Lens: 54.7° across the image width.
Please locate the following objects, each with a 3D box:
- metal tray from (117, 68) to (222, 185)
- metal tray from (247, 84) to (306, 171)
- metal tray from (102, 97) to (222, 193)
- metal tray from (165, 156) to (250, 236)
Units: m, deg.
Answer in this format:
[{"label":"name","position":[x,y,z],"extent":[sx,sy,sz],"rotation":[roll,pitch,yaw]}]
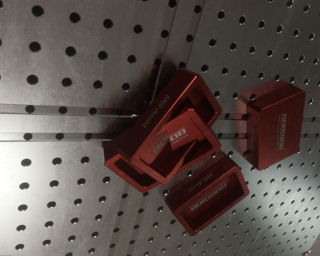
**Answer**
[{"label":"metal tray","position":[0.017,0.001,0.393],"extent":[0.130,0.030,0.090],"rotation":[-52,140,-5]},{"label":"metal tray","position":[0.192,0.001,0.516],"extent":[0.091,0.030,0.129],"rotation":[-23,127,-15]},{"label":"metal tray","position":[0.003,0.025,0.405],"extent":[0.130,0.030,0.090],"rotation":[-32,131,12]},{"label":"metal tray","position":[0.084,0.118,0.529],"extent":[0.130,0.030,0.090],"rotation":[-35,129,-5]}]
